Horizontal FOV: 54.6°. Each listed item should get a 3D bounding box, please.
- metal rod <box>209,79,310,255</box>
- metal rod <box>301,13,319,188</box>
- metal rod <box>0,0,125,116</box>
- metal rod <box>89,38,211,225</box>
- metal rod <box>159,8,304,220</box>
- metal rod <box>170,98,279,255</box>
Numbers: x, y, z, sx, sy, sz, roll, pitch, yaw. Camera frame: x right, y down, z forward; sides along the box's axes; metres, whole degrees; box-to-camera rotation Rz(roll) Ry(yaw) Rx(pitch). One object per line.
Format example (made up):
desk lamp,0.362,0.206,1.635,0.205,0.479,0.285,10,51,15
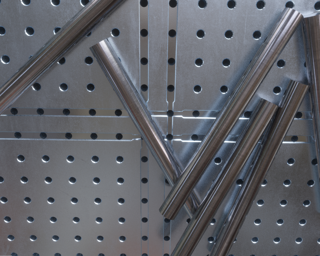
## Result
metal rod,0.133,0.076,0.442,0.025,0.025,0.298,16,109,-6
metal rod,0.219,0.002,0.415,0.025,0.025,0.299,-15,110,5
metal rod,-0.103,-0.114,0.370,0.300,0.025,0.025,-38,106,12
metal rod,-0.005,0.021,0.421,0.025,0.025,0.299,-26,108,9
metal rod,0.084,-0.009,0.394,0.025,0.025,0.299,28,102,-10
metal rod,0.075,0.097,0.428,0.025,0.025,0.299,26,100,-9
